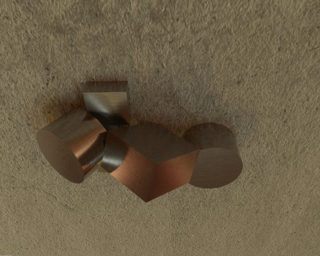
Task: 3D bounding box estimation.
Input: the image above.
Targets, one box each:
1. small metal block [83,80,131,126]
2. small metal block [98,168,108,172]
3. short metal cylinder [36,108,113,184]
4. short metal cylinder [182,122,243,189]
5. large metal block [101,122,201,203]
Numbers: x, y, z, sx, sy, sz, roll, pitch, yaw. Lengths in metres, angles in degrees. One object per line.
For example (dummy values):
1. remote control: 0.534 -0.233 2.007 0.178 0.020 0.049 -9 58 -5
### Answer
1. small metal block: -0.063 -0.030 0.382 0.050 0.025 0.050 -1 130 0
2. small metal block: -0.062 0.037 0.439 0.050 0.025 0.050 2 130 -3
3. short metal cylinder: -0.105 0.022 0.386 0.080 0.050 0.079 25 137 26
4. short metal cylinder: 0.068 0.038 0.426 0.081 0.050 0.079 0 130 0
5. large metal block: -0.012 0.036 0.379 0.081 0.080 0.050 -13 125 -48
